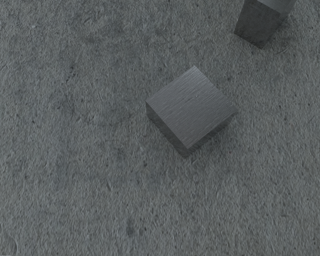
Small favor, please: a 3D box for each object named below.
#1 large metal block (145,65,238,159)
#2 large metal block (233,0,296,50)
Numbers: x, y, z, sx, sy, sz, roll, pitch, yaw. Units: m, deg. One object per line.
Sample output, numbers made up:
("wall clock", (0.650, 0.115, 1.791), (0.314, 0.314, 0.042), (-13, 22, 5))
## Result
("large metal block", (0.038, -0.020, 0.402), (0.080, 0.050, 0.080), (-37, 74, -13))
("large metal block", (0.157, -0.175, 0.444), (0.050, 0.080, 0.080), (36, 74, 12))
